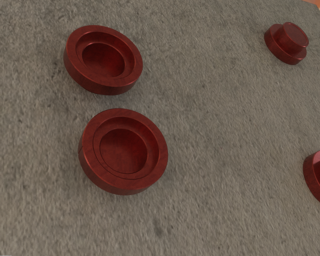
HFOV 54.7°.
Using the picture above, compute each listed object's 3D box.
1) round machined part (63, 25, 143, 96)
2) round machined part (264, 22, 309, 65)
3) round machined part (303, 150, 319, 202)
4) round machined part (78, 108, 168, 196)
[{"bbox_3d":[-0.076,-0.083,0.404,0.099,0.042,0.098,14,56,-21],"label":"round machined part"},{"bbox_3d":[0.275,-0.186,0.658,0.099,0.042,0.098,14,56,-21],"label":"round machined part"},{"bbox_3d":[0.286,0.080,0.502,0.099,0.042,0.098,14,56,-21],"label":"round machined part"},{"bbox_3d":[-0.044,0.030,0.352,0.099,0.042,0.098,14,56,-21],"label":"round machined part"}]
